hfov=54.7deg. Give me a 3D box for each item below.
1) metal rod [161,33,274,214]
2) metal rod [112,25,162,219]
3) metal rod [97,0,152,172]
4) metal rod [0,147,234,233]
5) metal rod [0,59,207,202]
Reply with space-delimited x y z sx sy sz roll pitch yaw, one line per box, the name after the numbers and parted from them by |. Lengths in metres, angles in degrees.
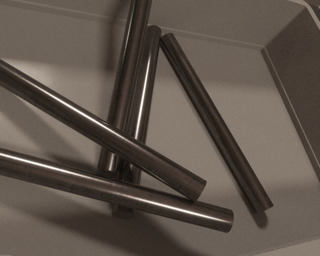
0.076 -0.018 0.459 0.025 0.025 0.299 -15 70 -35 | metal rod
-0.024 -0.031 0.412 0.025 0.025 0.300 19 54 -18 | metal rod
-0.032 -0.099 0.368 0.025 0.025 0.299 13 82 -22 | metal rod
-0.069 0.057 0.308 0.302 0.025 0.025 17 55 -9 | metal rod
-0.088 -0.010 0.331 0.301 0.025 0.025 30 51 4 | metal rod
